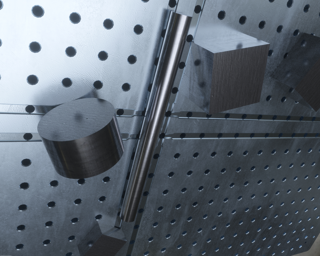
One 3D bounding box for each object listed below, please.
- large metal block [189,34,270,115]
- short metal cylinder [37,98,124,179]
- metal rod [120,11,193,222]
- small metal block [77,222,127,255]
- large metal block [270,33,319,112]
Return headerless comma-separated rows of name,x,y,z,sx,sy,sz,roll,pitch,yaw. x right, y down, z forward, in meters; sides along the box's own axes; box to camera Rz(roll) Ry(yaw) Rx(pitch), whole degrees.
large metal block,0.087,-0.071,0.400,0.081,0.050,0.079,-14,125,-21
short metal cylinder,-0.084,0.009,0.337,0.081,0.080,0.050,-21,127,-17
metal rod,-0.012,0.003,0.407,0.025,0.025,0.298,1,118,-29
small metal block,-0.088,0.177,0.474,0.050,0.025,0.050,35,99,-39
large metal block,0.230,-0.083,0.472,0.080,0.050,0.080,29,102,-38
